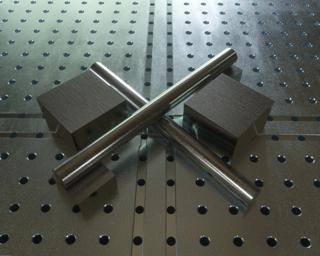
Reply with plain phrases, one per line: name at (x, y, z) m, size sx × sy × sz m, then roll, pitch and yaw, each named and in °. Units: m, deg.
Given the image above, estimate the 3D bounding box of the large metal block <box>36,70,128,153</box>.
large metal block at (-0.100, -0.021, 0.408) m, size 0.080 × 0.050 × 0.080 m, roll -36°, pitch 59°, yaw -26°

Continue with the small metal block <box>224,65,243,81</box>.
small metal block at (0.089, -0.080, 0.476) m, size 0.050 × 0.025 × 0.050 m, roll -37°, pitch 59°, yaw -27°

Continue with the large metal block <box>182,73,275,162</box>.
large metal block at (0.087, -0.016, 0.406) m, size 0.080 × 0.050 × 0.080 m, roll 36°, pitch 58°, yaw 26°

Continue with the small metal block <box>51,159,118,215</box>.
small metal block at (-0.086, 0.061, 0.356) m, size 0.050 × 0.025 × 0.050 m, roll 37°, pitch 59°, yaw 27°

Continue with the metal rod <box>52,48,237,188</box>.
metal rod at (0.000, -0.028, 0.398) m, size 0.025 × 0.025 × 0.302 m, roll 37°, pitch 59°, yaw 27°

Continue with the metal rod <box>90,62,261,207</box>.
metal rod at (0.002, -0.007, 0.412) m, size 0.025 × 0.025 × 0.300 m, roll -35°, pitch 59°, yaw -26°
